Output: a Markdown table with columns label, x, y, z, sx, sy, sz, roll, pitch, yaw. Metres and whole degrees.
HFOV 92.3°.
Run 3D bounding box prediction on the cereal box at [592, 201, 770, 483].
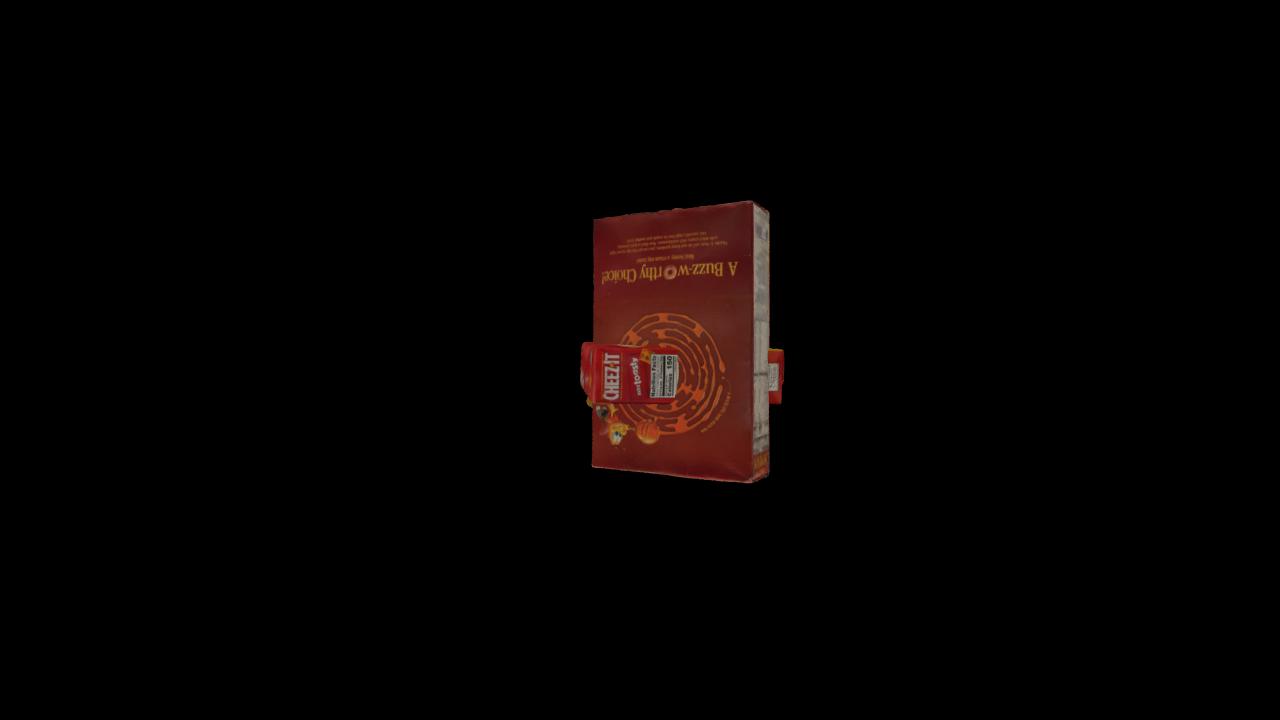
| label | x | y | z | sx | sy | sz | roll | pitch | yaw |
| --- | --- | --- | --- | --- | --- | --- | --- | --- | --- |
| cereal box | 0.046 | -0.018 | 0.720 | 0.203 | 0.306 | 0.081 | -1 | 0 | 28 |

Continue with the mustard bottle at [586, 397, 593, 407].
| label | x | y | z | sx | sy | sz | roll | pitch | yaw |
| --- | --- | --- | --- | --- | --- | --- | --- | --- | --- |
| mustard bottle | -0.015 | -0.008 | 0.769 | 0.054 | 0.184 | 0.092 | 42 | 25 | 15 |

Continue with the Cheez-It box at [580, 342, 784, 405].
| label | x | y | z | sx | sy | sz | roll | pitch | yaw |
| --- | --- | --- | --- | --- | --- | --- | --- | --- | --- |
| Cheez-It box | 0.042 | 0.014 | 0.761 | 0.223 | 0.071 | 0.166 | 2 | 2 | -10 |
